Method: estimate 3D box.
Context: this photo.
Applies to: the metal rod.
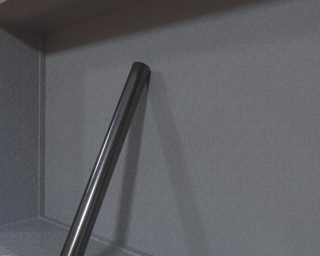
[{"bbox_3d":[-0.070,0.051,0.383,0.025,0.025,0.299,3,67,39],"label":"metal rod"}]
